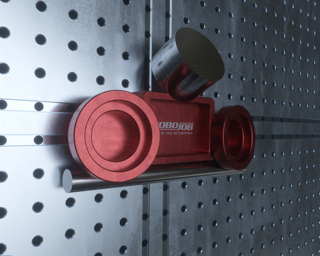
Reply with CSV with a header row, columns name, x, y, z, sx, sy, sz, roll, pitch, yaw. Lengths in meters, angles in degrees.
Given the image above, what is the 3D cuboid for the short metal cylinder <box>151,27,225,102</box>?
name,x,y,z,sx,sy,sz,roll,pitch,yaw
short metal cylinder,0.036,-0.081,0.399,0.080,0.050,0.080,21,52,-29

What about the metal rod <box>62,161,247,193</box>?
name,x,y,z,sx,sy,sz,roll,pitch,yaw
metal rod,0.019,0.059,0.420,0.302,0.025,0.025,2,89,-40

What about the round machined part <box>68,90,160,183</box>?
name,x,y,z,sx,sy,sz,roll,pitch,yaw
round machined part,-0.053,0.009,0.343,0.099,0.042,0.097,2,87,-32

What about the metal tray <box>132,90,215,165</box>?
name,x,y,z,sx,sy,sz,roll,pitch,yaw
metal tray,0.020,0.001,0.417,0.131,0.030,0.089,1,90,-40

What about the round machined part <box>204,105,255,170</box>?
name,x,y,z,sx,sy,sz,roll,pitch,yaw
round machined part,0.104,0.015,0.475,0.099,0.042,0.097,2,87,-47
